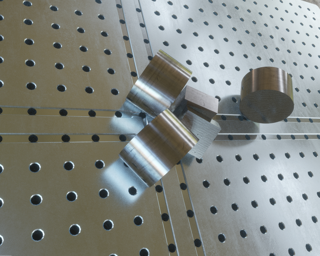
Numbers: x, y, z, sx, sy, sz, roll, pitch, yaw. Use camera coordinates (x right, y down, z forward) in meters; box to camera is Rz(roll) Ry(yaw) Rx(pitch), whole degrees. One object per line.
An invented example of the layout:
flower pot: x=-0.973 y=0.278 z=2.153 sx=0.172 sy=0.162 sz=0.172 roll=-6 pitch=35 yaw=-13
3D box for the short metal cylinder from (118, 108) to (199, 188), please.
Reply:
short metal cylinder: x=-0.001 y=0.023 z=0.358 sx=0.050 sy=0.080 sz=0.080 roll=46 pitch=51 yaw=4

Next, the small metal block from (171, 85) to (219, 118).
small metal block: x=0.046 y=-0.027 z=0.433 sx=0.050 sy=0.050 sz=0.025 roll=22 pitch=54 yaw=-15

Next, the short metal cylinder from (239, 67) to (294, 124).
short metal cylinder: x=0.170 y=-0.051 z=0.496 sx=0.080 sy=0.080 sz=0.050 roll=24 pitch=53 yaw=-14

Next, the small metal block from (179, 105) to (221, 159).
small metal block: x=0.044 y=0.005 z=0.409 sx=0.050 sy=0.050 sz=0.025 roll=29 pitch=17 yaw=-10

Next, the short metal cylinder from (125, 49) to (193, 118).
short metal cylinder: x=-0.002 y=-0.055 z=0.406 sx=0.050 sy=0.080 sz=0.080 roll=35 pitch=51 yaw=-6
